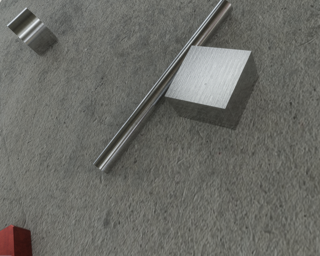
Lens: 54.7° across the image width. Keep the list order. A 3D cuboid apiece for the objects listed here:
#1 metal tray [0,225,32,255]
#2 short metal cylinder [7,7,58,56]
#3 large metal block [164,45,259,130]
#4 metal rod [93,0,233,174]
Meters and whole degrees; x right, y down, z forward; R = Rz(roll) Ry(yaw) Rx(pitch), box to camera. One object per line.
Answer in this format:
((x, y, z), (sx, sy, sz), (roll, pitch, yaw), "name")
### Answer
((-0.226, 0.195, 0.397), (0.130, 0.030, 0.090), (-30, 52, 8), "metal tray")
((-0.252, -0.190, 0.614), (0.050, 0.080, 0.080), (-47, 52, -4), "short metal cylinder")
((0.066, -0.052, 0.384), (0.080, 0.050, 0.080), (16, 70, 34), "large metal block")
((0.010, -0.064, 0.436), (0.025, 0.025, 0.300), (29, 77, 37), "metal rod")
